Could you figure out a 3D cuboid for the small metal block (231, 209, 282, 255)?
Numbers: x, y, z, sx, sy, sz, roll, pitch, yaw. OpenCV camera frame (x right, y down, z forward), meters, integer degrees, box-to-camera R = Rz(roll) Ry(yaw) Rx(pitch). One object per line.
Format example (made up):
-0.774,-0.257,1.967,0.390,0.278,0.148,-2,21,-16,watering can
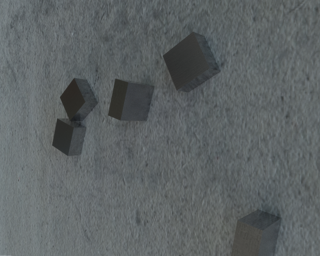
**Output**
0.096,0.114,0.309,0.025,0.050,0.050,14,99,39,small metal block

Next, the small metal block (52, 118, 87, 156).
-0.156,0.015,0.531,0.050,0.025,0.050,24,105,37,small metal block

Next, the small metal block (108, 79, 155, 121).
-0.038,-0.037,0.418,0.025,0.050,0.050,21,104,38,small metal block

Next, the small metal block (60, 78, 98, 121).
-0.135,-0.046,0.514,0.050,0.025,0.050,-43,65,31,small metal block

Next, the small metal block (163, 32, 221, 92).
0.037,-0.078,0.373,0.050,0.025,0.050,-32,71,35,small metal block
